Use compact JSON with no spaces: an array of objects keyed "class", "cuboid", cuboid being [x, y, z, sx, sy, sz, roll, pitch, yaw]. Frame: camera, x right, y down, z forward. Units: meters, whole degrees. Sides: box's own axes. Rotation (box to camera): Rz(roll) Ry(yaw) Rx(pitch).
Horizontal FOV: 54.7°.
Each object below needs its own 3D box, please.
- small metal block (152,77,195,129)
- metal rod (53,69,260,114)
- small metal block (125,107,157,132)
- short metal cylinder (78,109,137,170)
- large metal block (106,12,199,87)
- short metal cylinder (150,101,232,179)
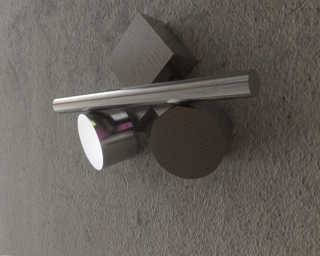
[{"class":"small metal block","cuboid":[0.024,-0.027,0.386,0.050,0.025,0.050,-51,61,28]},{"class":"metal rod","cuboid":[-0.033,-0.036,0.366,0.300,0.025,0.025,-1,89,40]},{"class":"small metal block","cuboid":[-0.031,-0.030,0.432,0.050,0.025,0.050,-50,61,27]},{"class":"short metal cylinder","cuboid":[-0.075,0.012,0.433,0.080,0.050,0.079,35,135,45]},{"class":"large metal block","cuboid":[-0.012,-0.085,0.397,0.080,0.050,0.080,-50,61,28]},{"class":"short metal cylinder","cuboid":[0.035,0.009,0.343,0.080,0.050,0.079,7,110,19]}]
